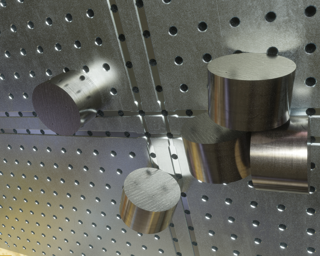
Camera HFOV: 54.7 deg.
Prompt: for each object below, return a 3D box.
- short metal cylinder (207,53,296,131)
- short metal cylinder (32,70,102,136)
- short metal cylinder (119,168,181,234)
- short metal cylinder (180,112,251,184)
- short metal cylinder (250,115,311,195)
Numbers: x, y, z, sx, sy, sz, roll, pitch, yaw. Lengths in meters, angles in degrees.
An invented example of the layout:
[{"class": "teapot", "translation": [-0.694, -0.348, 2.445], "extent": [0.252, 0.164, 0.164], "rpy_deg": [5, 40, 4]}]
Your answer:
[{"class": "short metal cylinder", "translation": [0.088, -0.038, 0.305], "extent": [0.080, 0.080, 0.050], "rpy_deg": [8, 122, 23]}, {"class": "short metal cylinder", "translation": [-0.131, -0.036, 0.440], "extent": [0.080, 0.050, 0.079], "rpy_deg": [13, 124, 20]}, {"class": "short metal cylinder", "translation": [-0.015, 0.103, 0.446], "extent": [0.080, 0.080, 0.050], "rpy_deg": [24, 127, 13]}, {"class": "short metal cylinder", "translation": [0.068, 0.019, 0.351], "extent": [0.080, 0.080, 0.050], "rpy_deg": [0, 118, 28]}, {"class": "short metal cylinder", "translation": [0.129, 0.027, 0.324], "extent": [0.050, 0.080, 0.080], "rpy_deg": [0, 118, 28]}]
